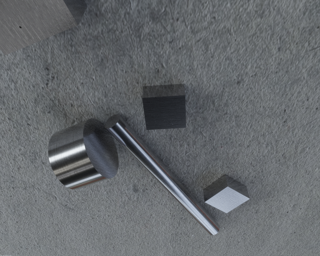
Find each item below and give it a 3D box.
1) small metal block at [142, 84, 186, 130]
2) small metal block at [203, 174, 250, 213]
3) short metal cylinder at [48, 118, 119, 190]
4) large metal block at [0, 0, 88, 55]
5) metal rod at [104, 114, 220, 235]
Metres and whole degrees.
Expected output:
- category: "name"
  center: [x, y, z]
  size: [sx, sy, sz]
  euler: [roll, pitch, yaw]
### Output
- category: "small metal block"
  center: [0.006, -0.026, 0.385]
  size: [0.050, 0.025, 0.050]
  euler: [-3, 130, 2]
- category: "small metal block"
  center: [0.106, 0.107, 0.500]
  size: [0.050, 0.025, 0.050]
  euler: [31, 123, -24]
- category: "short metal cylinder"
  center: [-0.096, 0.033, 0.398]
  size: [0.050, 0.080, 0.080]
  euler: [-20, 128, 16]
- category: "large metal block"
  center: [-0.126, -0.125, 0.282]
  size: [0.080, 0.050, 0.080]
  euler: [-17, 128, 13]
- category: "metal rod"
  center: [0.018, 0.087, 0.481]
  size: [0.025, 0.025, 0.300]
  euler: [-26, 126, 20]
